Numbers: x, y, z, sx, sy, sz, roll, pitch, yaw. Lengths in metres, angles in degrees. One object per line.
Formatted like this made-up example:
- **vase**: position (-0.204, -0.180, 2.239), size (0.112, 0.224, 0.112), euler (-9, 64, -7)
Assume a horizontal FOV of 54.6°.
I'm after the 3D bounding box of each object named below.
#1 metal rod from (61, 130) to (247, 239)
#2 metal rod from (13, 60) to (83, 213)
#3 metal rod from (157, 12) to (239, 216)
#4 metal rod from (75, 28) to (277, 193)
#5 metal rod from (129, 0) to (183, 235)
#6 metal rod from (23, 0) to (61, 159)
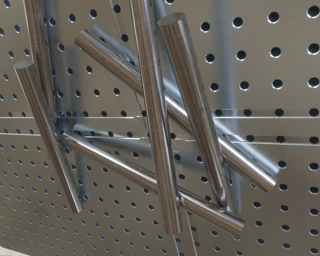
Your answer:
- **metal rod**: position (-0.024, 0.071, 0.443), size (0.300, 0.025, 0.025), euler (24, 127, 23)
- **metal rod**: position (-0.169, 0.034, 0.499), size (0.025, 0.025, 0.298), euler (12, 131, 21)
- **metal rod**: position (0.055, 0.019, 0.353), size (0.025, 0.025, 0.299), euler (1, 132, 28)
- **metal rod**: position (0.018, -0.022, 0.388), size (0.300, 0.025, 0.025), euler (38, 129, 2)
- **metal rod**: position (-0.003, -0.010, 0.369), size (0.025, 0.025, 0.298), euler (0, 107, 28)
- **metal rod**: position (-0.170, -0.074, 0.455), size (0.025, 0.025, 0.298), euler (18, 126, 18)
